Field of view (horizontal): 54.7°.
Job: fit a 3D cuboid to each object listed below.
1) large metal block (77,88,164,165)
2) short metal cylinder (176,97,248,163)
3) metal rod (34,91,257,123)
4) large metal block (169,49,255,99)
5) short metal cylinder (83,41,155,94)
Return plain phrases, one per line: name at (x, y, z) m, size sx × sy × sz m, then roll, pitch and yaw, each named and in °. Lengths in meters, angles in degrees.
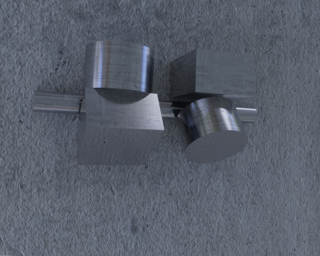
large metal block at (-0.050, 0.002, 0.356) m, size 0.081 × 0.080 × 0.050 m, roll 3°, pitch 55°, yaw -21°
short metal cylinder at (0.066, 0.004, 0.399) m, size 0.081 × 0.080 × 0.050 m, roll 2°, pitch 55°, yaw -20°
metal rod at (-0.004, -0.025, 0.411) m, size 0.302 × 0.025 × 0.025 m, roll 2°, pitch 89°, yaw -20°
large metal block at (0.065, -0.065, 0.405) m, size 0.081 × 0.080 × 0.050 m, roll 1°, pitch 90°, yaw -20°
short metal cylinder at (-0.048, -0.066, 0.363) m, size 0.081 × 0.080 × 0.050 m, roll 4°, pitch 89°, yaw -20°
